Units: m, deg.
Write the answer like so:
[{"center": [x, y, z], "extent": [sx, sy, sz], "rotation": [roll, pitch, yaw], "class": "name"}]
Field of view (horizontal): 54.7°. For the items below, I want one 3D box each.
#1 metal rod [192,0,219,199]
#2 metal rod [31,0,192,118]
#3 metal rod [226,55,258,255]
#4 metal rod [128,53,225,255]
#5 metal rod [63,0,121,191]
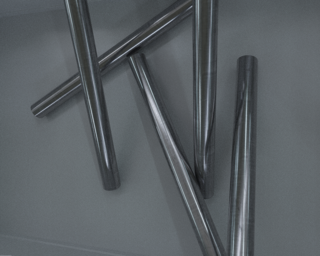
[{"center": [0.048, -0.052, 0.329], "extent": [0.025, 0.025, 0.298], "rotation": [6, 117, 20], "class": "metal rod"}, {"center": [-0.065, -0.098, 0.433], "extent": [0.300, 0.025, 0.025], "rotation": [-30, 80, 17], "class": "metal rod"}, {"center": [0.084, 0.055, 0.316], "extent": [0.025, 0.025, 0.299], "rotation": [0, 65, 20], "class": "metal rod"}, {"center": [0.021, 0.039, 0.379], "extent": [0.025, 0.025, 0.299], "rotation": [-27, 73, 18], "class": "metal rod"}, {"center": [-0.083, -0.054, 0.376], "extent": [0.025, 0.025, 0.298], "rotation": [3, 116, 20], "class": "metal rod"}]
